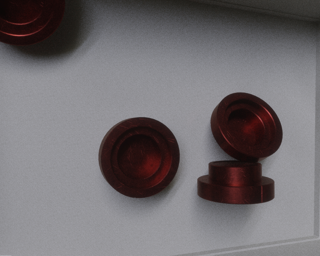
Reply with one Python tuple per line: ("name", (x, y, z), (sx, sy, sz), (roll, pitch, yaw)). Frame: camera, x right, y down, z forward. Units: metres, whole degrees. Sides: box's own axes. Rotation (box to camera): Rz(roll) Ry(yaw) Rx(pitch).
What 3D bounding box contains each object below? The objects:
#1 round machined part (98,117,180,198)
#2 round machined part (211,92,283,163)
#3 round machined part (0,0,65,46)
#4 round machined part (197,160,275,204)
("round machined part", (-0.028, 0.036, 0.391), (0.099, 0.042, 0.097), (0, 90, -20))
("round machined part", (0.115, 0.002, 0.431), (0.099, 0.042, 0.098), (8, 62, -15))
("round machined part", (-0.153, -0.142, 0.331), (0.099, 0.042, 0.097), (-8, 120, -13))
("round machined part", (0.099, 0.067, 0.408), (0.099, 0.098, 0.042), (-1, 91, -20))
